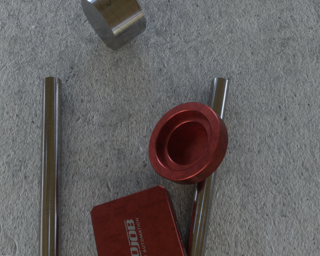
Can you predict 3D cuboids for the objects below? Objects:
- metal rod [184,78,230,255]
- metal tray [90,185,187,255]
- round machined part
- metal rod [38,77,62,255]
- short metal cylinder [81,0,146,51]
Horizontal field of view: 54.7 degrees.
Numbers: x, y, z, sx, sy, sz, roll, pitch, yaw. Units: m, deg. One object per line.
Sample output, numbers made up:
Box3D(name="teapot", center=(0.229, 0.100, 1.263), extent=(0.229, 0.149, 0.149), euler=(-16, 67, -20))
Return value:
Box3D(name="metal rod", center=(0.054, 0.074, 0.381), extent=(0.025, 0.025, 0.299), euler=(11, 70, 4))
Box3D(name="metal tray", center=(-0.018, 0.139, 0.339), extent=(0.090, 0.030, 0.130), euler=(-19, 65, 5))
Box3D(name="round machined part", center=(0.038, 0.021, 0.375), extent=(0.098, 0.042, 0.098), euler=(-18, 57, 31))
Box3D(name="metal rod", center=(-0.134, 0.075, 0.379), extent=(0.025, 0.025, 0.299), euler=(-6, 70, -2))
Box3D(name="short metal cylinder", center=(-0.065, -0.157, 0.436), extent=(0.050, 0.080, 0.080), euler=(-40, 75, -13))
